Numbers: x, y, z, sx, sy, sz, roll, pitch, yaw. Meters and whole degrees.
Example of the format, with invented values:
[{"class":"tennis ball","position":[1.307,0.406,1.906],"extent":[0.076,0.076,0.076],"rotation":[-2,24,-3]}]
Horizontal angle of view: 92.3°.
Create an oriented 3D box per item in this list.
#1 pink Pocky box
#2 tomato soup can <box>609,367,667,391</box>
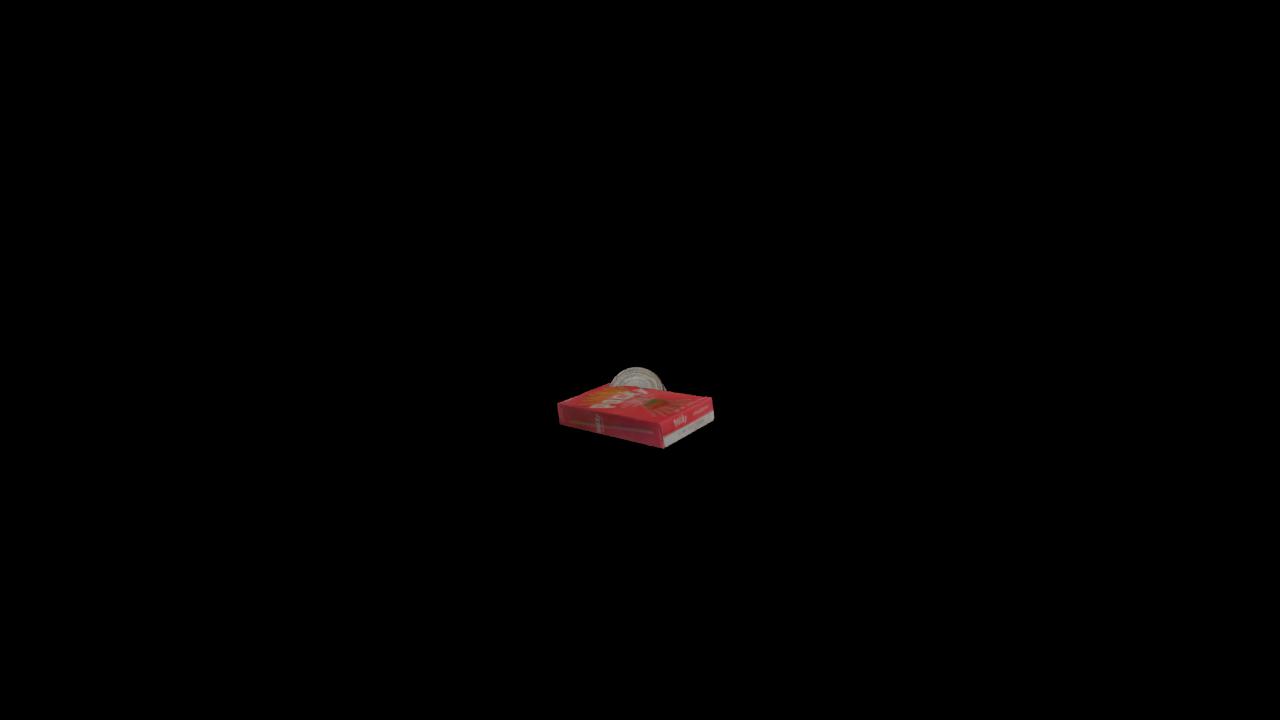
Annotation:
[{"class":"pink Pocky box","position":[-0.008,0.055,0.653],"extent":[0.155,0.029,0.084],"rotation":[6,19,43]},{"class":"tomato soup can","position":[0.003,0.053,0.743],"extent":[0.068,0.068,0.101],"rotation":[0,-18,12]}]
